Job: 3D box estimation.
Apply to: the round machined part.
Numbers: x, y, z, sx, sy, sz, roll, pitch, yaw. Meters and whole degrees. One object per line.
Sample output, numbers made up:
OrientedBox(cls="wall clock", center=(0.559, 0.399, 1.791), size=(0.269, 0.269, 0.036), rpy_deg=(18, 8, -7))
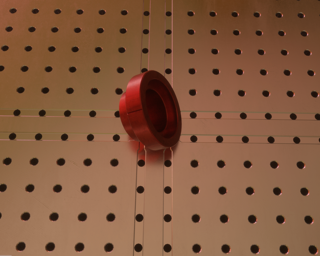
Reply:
OrientedBox(cls="round machined part", center=(-0.014, -0.020, 0.389), size=(0.042, 0.098, 0.098), rpy_deg=(-14, 67, 28))
